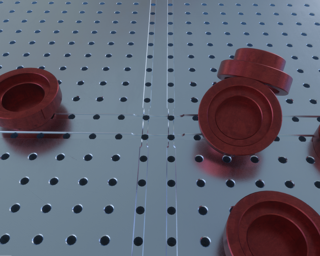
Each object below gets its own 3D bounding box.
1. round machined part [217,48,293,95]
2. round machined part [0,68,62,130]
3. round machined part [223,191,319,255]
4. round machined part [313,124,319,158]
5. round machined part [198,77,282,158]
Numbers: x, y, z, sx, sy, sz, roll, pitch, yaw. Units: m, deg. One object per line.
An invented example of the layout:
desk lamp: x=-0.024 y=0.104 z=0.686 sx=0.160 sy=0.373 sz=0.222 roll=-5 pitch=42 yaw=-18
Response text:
round machined part: x=0.132 y=-0.079 z=0.426 sx=0.098 sy=0.098 sz=0.042 roll=17 pitch=93 yaw=14
round machined part: x=-0.184 y=-0.035 z=0.426 sx=0.099 sy=0.042 sz=0.098 roll=0 pitch=50 yaw=0
round machined part: x=0.111 y=0.114 z=0.301 sx=0.099 sy=0.042 sz=0.098 roll=0 pitch=50 yaw=0
round machined part: x=0.249 y=0.015 z=0.385 sx=0.099 sy=0.042 sz=0.098 roll=0 pitch=50 yaw=0
round machined part: x=0.098 y=-0.011 z=0.390 sx=0.098 sy=0.042 sz=0.098 roll=-1 pitch=77 yaw=7
